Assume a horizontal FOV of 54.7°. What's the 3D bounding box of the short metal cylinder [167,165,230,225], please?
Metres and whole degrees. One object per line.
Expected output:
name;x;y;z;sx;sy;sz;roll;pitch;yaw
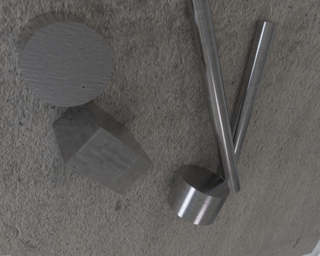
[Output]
short metal cylinder;0.057;0.098;0.464;0.081;0.080;0.050;9;114;-33

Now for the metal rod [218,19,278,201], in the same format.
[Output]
metal rod;0.122;-0.007;0.468;0.025;0.025;0.298;-7;122;-25

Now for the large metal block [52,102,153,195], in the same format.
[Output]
large metal block;-0.066;0.018;0.346;0.050;0.080;0.080;-46;129;4

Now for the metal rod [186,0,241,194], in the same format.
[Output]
metal rod;0.078;-0.025;0.418;0.025;0.025;0.298;-26;123;-13

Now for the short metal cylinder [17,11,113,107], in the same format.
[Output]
short metal cylinder;-0.092;-0.067;0.299;0.081;0.050;0.079;-14;124;-21
